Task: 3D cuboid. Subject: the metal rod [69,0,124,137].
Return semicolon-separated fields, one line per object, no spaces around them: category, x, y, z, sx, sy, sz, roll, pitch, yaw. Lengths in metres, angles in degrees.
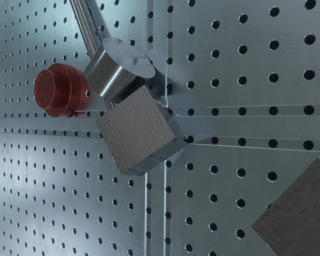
metal rod;-0.098;-0.111;0.490;0.025;0.025;0.299;-34;69;35

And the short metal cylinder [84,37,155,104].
short metal cylinder;-0.054;-0.076;0.418;0.050;0.081;0.080;-49;61;29

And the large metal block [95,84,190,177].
large metal block;-0.023;0.006;0.396;0.080;0.050;0.080;-35;67;13

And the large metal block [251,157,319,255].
large metal block;0.136;0.067;0.261;0.050;0.081;0.080;47;118;29

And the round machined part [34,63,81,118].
round machined part;-0.188;-0.068;0.554;0.098;0.042;0.097;0;90;40
